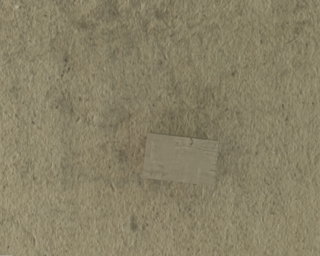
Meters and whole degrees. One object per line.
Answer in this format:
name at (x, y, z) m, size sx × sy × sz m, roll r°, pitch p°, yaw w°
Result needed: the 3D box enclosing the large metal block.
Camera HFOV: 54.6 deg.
large metal block at (0.023, 0.035, 0.383) m, size 0.080 × 0.080 × 0.050 m, roll 7°, pitch 90°, yaw 0°
